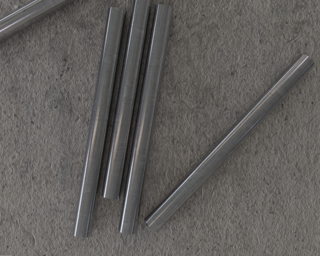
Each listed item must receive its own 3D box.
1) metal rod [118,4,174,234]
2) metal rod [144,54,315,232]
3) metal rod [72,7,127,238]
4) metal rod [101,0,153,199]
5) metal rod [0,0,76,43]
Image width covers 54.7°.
[{"bbox_3d":[-0.019,-0.011,0.409,0.025,0.025,0.298,9,90,0],"label":"metal rod"},{"bbox_3d":[0.092,0.020,0.410,0.025,0.025,0.300,43,90,0],"label":"metal rod"},{"bbox_3d":[-0.079,-0.007,0.409,0.025,0.025,0.298,9,90,0],"label":"metal rod"},{"bbox_3d":[-0.041,-0.057,0.409,0.025,0.025,0.298,9,90,0],"label":"metal rod"},{"bbox_3d":[-0.159,-0.157,0.408,0.301,0.025,0.025,-30,90,0],"label":"metal rod"}]
